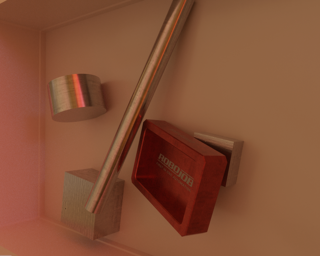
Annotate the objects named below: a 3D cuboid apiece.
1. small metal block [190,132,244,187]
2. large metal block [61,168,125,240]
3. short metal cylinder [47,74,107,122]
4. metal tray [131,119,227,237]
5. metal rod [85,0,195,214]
[{"bbox_3d":[0.063,0.034,0.354,0.050,0.025,0.050,14,99,38],"label":"small metal block"},{"bbox_3d":[-0.104,0.112,0.474,0.080,0.050,0.079,11,97,39],"label":"large metal block"},{"bbox_3d":[-0.127,-0.044,0.473,0.080,0.081,0.050,-20,77,38],"label":"short metal cylinder"},{"bbox_3d":[0.014,0.051,0.362,0.130,0.030,0.089,32,113,54],"label":"metal tray"},{"bbox_3d":[-0.029,-0.027,0.398,0.025,0.025,0.298,29,99,36],"label":"metal rod"}]
